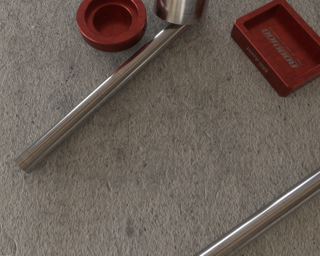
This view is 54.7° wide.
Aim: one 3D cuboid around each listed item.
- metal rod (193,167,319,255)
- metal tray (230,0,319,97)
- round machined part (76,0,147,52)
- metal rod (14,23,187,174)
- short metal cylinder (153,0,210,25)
[{"bbox_3d":[0.106,0.120,0.365,0.301,0.025,0.025,-31,73,-11],"label":"metal rod"},{"bbox_3d":[0.177,-0.119,0.450,0.090,0.030,0.130,-30,73,-11],"label":"metal tray"},{"bbox_3d":[-0.068,-0.152,0.454,0.099,0.042,0.098,0,70,0],"label":"round machined part"},{"bbox_3d":[-0.071,-0.054,0.427,0.025,0.025,0.301,41,75,13],"label":"metal rod"},{"bbox_3d":[0.032,-0.193,0.450,0.081,0.050,0.080,4,46,-4],"label":"short metal cylinder"}]
